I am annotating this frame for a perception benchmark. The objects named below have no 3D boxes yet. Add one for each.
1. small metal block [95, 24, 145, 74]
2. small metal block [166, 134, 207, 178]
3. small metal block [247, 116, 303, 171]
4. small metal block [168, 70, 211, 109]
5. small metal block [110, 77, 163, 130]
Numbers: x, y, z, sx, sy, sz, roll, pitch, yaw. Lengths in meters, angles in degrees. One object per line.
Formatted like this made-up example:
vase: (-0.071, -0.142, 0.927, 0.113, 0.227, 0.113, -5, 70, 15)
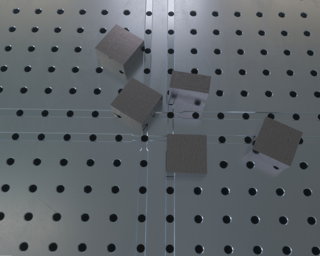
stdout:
small metal block: (-0.058, -0.116, 0.454, 0.050, 0.025, 0.050, 33, 73, 11)
small metal block: (0.034, 0.036, 0.399, 0.050, 0.025, 0.050, 2, 70, 1)
small metal block: (0.150, 0.020, 0.405, 0.050, 0.025, 0.050, 25, 72, 9)
small metal block: (0.039, -0.050, 0.417, 0.050, 0.050, 0.025, 9, 71, 3)
small metal block: (-0.031, -0.033, 0.424, 0.050, 0.025, 0.050, 32, 73, 11)
